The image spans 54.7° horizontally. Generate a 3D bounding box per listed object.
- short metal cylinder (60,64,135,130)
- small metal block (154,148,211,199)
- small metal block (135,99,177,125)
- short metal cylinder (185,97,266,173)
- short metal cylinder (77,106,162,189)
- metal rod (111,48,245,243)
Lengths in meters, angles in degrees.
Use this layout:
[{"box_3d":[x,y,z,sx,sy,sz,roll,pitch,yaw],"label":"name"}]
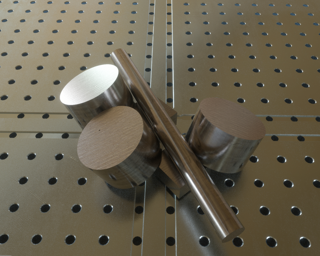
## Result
[{"box_3d":[-0.079,-0.038,0.400,0.080,0.050,0.080,-16,40,14],"label":"short metal cylinder"},{"box_3d":[0.025,0.046,0.365,0.050,0.025,0.050,-33,58,-25],"label":"small metal block"},{"box_3d":[-0.013,-0.013,0.414,0.050,0.025,0.050,-36,59,-26],"label":"small metal block"},{"box_3d":[0.075,0.007,0.364,0.081,0.050,0.080,15,33,-10],"label":"short metal cylinder"},{"box_3d":[-0.045,0.022,0.350,0.080,0.050,0.080,-13,52,18],"label":"short metal cylinder"},{"box_3d":[0.003,-0.004,0.373,0.025,0.025,0.300,-20,53,-16],"label":"metal rod"}]
